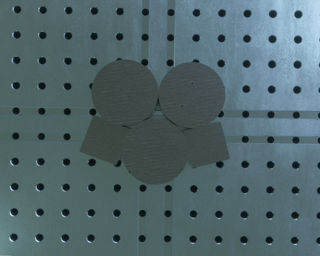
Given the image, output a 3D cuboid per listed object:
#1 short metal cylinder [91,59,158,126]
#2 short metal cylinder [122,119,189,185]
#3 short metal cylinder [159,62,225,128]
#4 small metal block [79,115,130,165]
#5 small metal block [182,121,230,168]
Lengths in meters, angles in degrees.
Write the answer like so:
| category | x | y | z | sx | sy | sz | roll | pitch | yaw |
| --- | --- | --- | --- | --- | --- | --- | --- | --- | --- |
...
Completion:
| category | x | y | z | sx | sy | sz | roll | pitch | yaw |
| --- | --- | --- | --- | --- | --- | --- | --- | --- | --- |
| short metal cylinder | -0.042 | -0.043 | 0.397 | 0.081 | 0.050 | 0.079 | 0 | 90 | 0 |
| short metal cylinder | -0.006 | 0.028 | 0.397 | 0.081 | 0.050 | 0.079 | 0 | 90 | 0 |
| short metal cylinder | 0.039 | -0.040 | 0.398 | 0.081 | 0.050 | 0.079 | 0 | 90 | 0 |
| small metal block | -0.071 | 0.016 | 0.409 | 0.050 | 0.025 | 0.050 | 21 | 90 | 0 |
| small metal block | 0.060 | 0.022 | 0.411 | 0.050 | 0.025 | 0.050 | -14 | 90 | 0 |
